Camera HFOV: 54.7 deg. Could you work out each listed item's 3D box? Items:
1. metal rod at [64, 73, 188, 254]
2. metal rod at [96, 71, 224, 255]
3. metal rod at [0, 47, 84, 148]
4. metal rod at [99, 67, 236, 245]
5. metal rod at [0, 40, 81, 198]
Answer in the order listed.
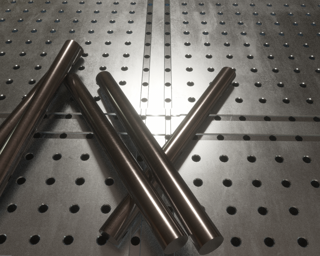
[{"bbox_3d":[-0.059,0.016,0.370,0.025,0.025,0.300,-24,47,-19],"label":"metal rod"},{"bbox_3d":[-0.021,0.013,0.369,0.025,0.025,0.300,-20,45,-17],"label":"metal rod"},{"bbox_3d":[-0.185,-0.022,0.423,0.025,0.025,0.300,14,51,11],"label":"metal rod"},{"bbox_3d":[0.027,0.013,0.396,0.025,0.025,0.301,25,54,19],"label":"metal rod"},{"bbox_3d":[-0.167,-0.007,0.395,0.025,0.025,0.300,10,55,8],"label":"metal rod"}]
